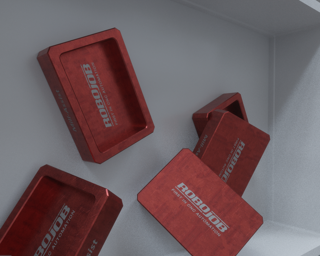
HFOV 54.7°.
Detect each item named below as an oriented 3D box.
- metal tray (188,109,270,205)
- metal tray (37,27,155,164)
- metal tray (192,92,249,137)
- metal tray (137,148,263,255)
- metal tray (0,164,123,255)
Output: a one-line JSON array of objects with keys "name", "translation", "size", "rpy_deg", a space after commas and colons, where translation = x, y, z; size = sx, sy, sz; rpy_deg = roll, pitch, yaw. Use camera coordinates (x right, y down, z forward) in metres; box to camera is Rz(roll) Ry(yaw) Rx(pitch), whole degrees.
[{"name": "metal tray", "translation": [0.092, 0.049, 0.446], "size": [0.090, 0.030, 0.130], "rpy_deg": [27, 90, -23]}, {"name": "metal tray", "translation": [-0.066, -0.036, 0.349], "size": [0.091, 0.030, 0.129], "rpy_deg": [-31, 110, -36]}, {"name": "metal tray", "translation": [0.109, 0.019, 0.497], "size": [0.091, 0.030, 0.129], "rpy_deg": [-33, 111, -35]}, {"name": "metal tray", "translation": [0.047, 0.100, 0.382], "size": [0.130, 0.030, 0.090], "rpy_deg": [43, 76, 11]}, {"name": "metal tray", "translation": [-0.102, 0.105, 0.276], "size": [0.130, 0.090, 0.030], "rpy_deg": [-63, 147, -21]}]
